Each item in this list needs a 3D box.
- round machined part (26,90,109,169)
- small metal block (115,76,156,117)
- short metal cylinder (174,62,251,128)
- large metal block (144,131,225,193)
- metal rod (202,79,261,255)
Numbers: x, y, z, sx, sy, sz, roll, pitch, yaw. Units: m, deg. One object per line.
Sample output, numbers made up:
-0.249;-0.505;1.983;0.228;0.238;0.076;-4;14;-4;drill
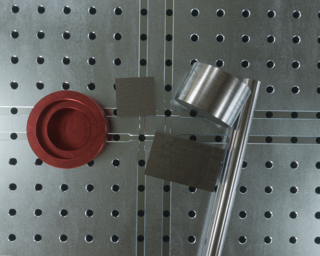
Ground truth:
-0.116;0.002;0.403;0.099;0.042;0.097;0;90;-1;round machined part
-0.032;-0.041;0.413;0.050;0.025;0.050;-3;90;-1;small metal block
0.065;-0.040;0.387;0.080;0.080;0.050;28;90;-1;short metal cylinder
0.027;0.038;0.386;0.080;0.080;0.050;15;90;-1;large metal block
0.089;0.082;0.414;0.025;0.025;0.298;13;90;-1;metal rod
